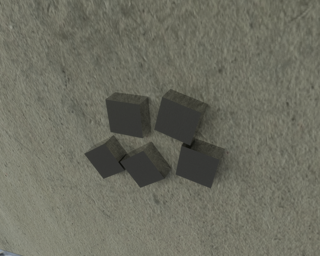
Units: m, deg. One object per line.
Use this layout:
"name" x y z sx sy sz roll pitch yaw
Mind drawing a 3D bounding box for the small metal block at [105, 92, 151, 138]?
"small metal block" -0.042 -0.018 0.416 0.050 0.025 0.050 10 123 22

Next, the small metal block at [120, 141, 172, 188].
"small metal block" -0.021 0.054 0.450 0.050 0.025 0.050 -28 104 37

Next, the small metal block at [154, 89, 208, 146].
"small metal block" 0.025 -0.013 0.384 0.050 0.025 0.050 24 127 13

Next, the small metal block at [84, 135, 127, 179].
"small metal block" -0.079 0.045 0.474 0.050 0.025 0.050 -25 105 36

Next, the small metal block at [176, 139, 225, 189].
"small metal block" 0.052 0.045 0.406 0.050 0.025 0.050 20 126 16
